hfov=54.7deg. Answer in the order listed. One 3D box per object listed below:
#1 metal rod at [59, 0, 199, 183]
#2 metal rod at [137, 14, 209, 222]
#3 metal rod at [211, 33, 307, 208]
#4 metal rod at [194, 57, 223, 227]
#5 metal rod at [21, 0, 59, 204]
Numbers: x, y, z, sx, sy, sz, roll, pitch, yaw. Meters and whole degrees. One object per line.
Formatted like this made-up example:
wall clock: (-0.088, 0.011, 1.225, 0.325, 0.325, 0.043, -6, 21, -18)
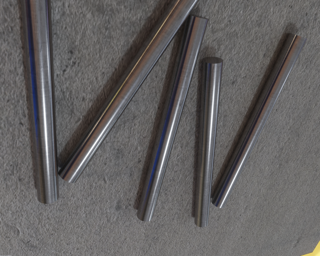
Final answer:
metal rod: (-0.028, -0.060, 0.353, 0.025, 0.025, 0.299, 27, 103, -38)
metal rod: (0.010, 0.004, 0.414, 0.025, 0.025, 0.298, 0, 119, -28)
metal rod: (0.147, 0.002, 0.487, 0.025, 0.025, 0.298, 5, 116, -31)
metal rod: (0.070, 0.040, 0.469, 0.025, 0.025, 0.298, -15, 125, -20)
metal rod: (-0.120, -0.045, 0.313, 0.025, 0.025, 0.298, -7, 122, -25)
